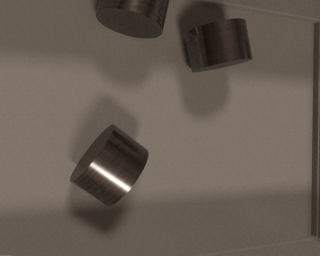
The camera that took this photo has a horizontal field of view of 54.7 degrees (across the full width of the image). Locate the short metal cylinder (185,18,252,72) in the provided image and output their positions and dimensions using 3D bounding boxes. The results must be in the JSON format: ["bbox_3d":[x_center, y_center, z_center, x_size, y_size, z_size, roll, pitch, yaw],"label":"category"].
[{"bbox_3d":[0.077,-0.107,0.411,0.081,0.080,0.050,-13,95,-20],"label":"short metal cylinder"}]

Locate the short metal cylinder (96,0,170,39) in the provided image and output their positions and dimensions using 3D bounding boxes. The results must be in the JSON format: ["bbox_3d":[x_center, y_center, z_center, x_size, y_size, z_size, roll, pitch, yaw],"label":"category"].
[{"bbox_3d":[-0.031,-0.147,0.370,0.081,0.080,0.050,13,86,-20],"label":"short metal cylinder"}]

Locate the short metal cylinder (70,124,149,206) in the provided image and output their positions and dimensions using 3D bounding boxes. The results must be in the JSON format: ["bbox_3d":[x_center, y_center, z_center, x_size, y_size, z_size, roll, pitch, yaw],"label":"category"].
[{"bbox_3d":[-0.059,0.042,0.360,0.050,0.080,0.080,39,78,-16],"label":"short metal cylinder"}]
